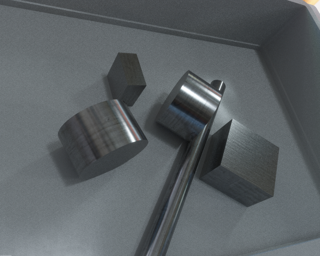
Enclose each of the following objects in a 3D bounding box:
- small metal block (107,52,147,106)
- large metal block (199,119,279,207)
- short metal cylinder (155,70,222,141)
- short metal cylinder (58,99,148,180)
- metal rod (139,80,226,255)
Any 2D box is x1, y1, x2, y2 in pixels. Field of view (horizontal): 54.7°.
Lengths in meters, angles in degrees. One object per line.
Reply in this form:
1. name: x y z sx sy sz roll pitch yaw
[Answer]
1. small metal block: -0.045 -0.062 0.405 0.025 0.050 0.050 -4 64 -30
2. large metal block: 0.109 0.048 0.422 0.080 0.050 0.080 31 52 -9
3. short metal cylinder: 0.037 -0.029 0.410 0.050 0.080 0.080 33 51 -8
4. short metal cylinder: -0.060 0.013 0.331 0.081 0.080 0.050 -21 73 -36
5. metal rod: 0.040 0.037 0.406 0.025 0.025 0.301 33 51 -7
